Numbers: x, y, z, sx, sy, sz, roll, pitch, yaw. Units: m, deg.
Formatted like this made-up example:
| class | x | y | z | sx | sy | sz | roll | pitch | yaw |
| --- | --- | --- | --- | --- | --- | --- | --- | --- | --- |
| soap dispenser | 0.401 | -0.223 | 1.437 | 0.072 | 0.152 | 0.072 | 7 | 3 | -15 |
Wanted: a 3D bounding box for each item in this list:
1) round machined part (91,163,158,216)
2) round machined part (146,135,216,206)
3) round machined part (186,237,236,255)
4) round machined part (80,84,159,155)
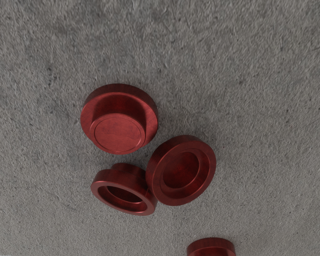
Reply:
| class | x | y | z | sx | sy | sz | roll | pitch | yaw |
| --- | --- | --- | --- | --- | --- | --- | --- | --- | --- |
| round machined part | -0.048 | 0.087 | 0.456 | 0.098 | 0.042 | 0.097 | 14 | 144 | 11 |
| round machined part | 0.025 | 0.054 | 0.424 | 0.099 | 0.042 | 0.097 | -12 | 117 | -24 |
| round machined part | 0.104 | 0.265 | 0.622 | 0.099 | 0.042 | 0.097 | 0 | 130 | 0 |
| round machined part | -0.051 | -0.004 | 0.392 | 0.099 | 0.042 | 0.097 | 0 | 130 | 0 |
